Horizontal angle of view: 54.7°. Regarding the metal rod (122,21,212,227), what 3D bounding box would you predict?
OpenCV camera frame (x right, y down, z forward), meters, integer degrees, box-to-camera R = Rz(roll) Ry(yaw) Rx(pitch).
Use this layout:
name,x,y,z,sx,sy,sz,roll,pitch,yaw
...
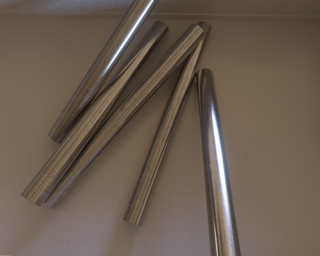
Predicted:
name,x,y,z,sx,sy,sz,roll,pitch,yaw
metal rod,0.017,-0.019,0.416,0.025,0.025,0.300,19,71,6

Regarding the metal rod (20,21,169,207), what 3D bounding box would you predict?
name,x,y,z,sx,sy,sz,roll,pitch,yaw
metal rod,-0.070,-0.035,0.402,0.025,0.025,0.300,28,65,9

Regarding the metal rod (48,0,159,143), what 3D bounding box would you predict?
name,x,y,z,sx,sy,sz,roll,pitch,yaw
metal rod,-0.050,-0.107,0.382,0.025,0.025,0.299,37,99,12

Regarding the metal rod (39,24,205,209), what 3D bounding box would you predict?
name,x,y,z,sx,sy,sz,roll,pitch,yaw
metal rod,-0.042,-0.023,0.404,0.025,0.025,0.300,38,79,12

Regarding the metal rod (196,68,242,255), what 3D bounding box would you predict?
name,x,y,z,sx,sy,sz,roll,pitch,yaw
metal rod,0.058,0.031,0.333,0.025,0.025,0.300,2,45,0
